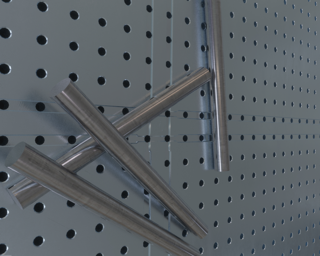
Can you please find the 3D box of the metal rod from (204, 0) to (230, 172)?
[{"bbox_3d":[0.088,-0.082,0.481,0.025,0.025,0.298,-7,95,-40],"label":"metal rod"}]

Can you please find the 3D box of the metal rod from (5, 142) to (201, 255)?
[{"bbox_3d":[-0.038,0.104,0.356,0.300,0.025,0.025,44,64,-38],"label":"metal rod"}]

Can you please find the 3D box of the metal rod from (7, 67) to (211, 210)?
[{"bbox_3d":[-0.036,-0.006,0.377,0.302,0.025,0.025,-36,112,-34],"label":"metal rod"}]

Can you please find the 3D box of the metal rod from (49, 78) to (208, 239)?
[{"bbox_3d":[-0.016,0.058,0.371,0.300,0.025,0.025,51,60,-36],"label":"metal rod"}]
